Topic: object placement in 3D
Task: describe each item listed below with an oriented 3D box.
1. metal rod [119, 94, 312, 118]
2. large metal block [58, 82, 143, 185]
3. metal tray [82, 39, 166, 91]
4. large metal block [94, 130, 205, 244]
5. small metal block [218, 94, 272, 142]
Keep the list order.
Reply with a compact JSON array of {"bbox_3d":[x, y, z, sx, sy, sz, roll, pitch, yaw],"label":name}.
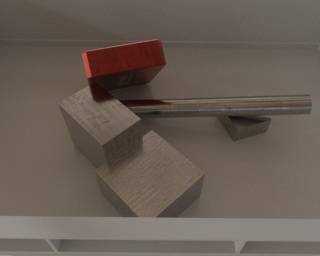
[{"bbox_3d":[0.034,-0.026,0.403,0.302,0.025,0.025,-1,50,8],"label":"metal rod"},{"bbox_3d":[-0.066,0.007,0.362,0.050,0.080,0.080,-37,59,-26],"label":"large metal block"},{"bbox_3d":[-0.050,-0.076,0.406,0.091,0.130,0.030,-13,91,-11],"label":"metal tray"},{"bbox_3d":[-0.011,0.061,0.337,0.080,0.050,0.080,-36,59,-27],"label":"large metal block"},{"bbox_3d":[0.112,-0.014,0.419,0.050,0.025,0.050,-15,52,-13],"label":"small metal block"}]
